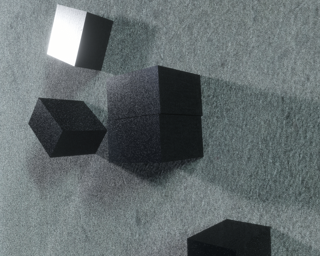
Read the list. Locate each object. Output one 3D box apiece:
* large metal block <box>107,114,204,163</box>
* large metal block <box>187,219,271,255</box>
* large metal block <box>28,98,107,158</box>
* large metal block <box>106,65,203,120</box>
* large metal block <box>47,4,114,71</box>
[{"bbox_3d":[-0.005,0.013,0.371,0.080,0.081,0.050,-5,87,39],"label":"large metal block"},{"bbox_3d":[0.072,0.144,0.309,0.050,0.081,0.079,-2,89,40],"label":"large metal block"},{"bbox_3d":[-0.144,-0.002,0.485,0.080,0.081,0.050,46,117,30],"label":"large metal block"},{"bbox_3d":[-0.006,-0.037,0.372,0.080,0.081,0.050,-5,87,39],"label":"large metal block"},{"bbox_3d":[-0.128,-0.143,0.491,0.080,0.050,0.079,27,107,36],"label":"large metal block"}]
